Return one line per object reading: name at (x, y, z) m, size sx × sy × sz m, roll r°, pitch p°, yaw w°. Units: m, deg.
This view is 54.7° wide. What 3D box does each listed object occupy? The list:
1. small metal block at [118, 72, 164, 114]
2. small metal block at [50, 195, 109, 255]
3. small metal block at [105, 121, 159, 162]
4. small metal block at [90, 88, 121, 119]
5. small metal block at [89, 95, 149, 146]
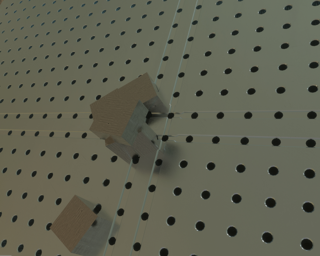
small metal block at (-0.028, -0.045, 0.449) m, size 0.050 × 0.025 × 0.050 m, roll -29°, pitch 52°, yaw 9°
small metal block at (-0.100, 0.120, 0.385) m, size 0.050 × 0.025 × 0.050 m, roll 29°, pitch 77°, yaw 37°
small metal block at (-0.036, 0.015, 0.400) m, size 0.050 × 0.050 × 0.025 m, roll -22°, pitch 54°, yaw 15°
small metal block at (-0.072, -0.023, 0.458) m, size 0.050 × 0.025 × 0.050 m, roll -30°, pitch 52°, yaw 9°
small metal block at (-0.049, -0.010, 0.375) m, size 0.050 × 0.025 × 0.050 m, roll 11°, pitch 67°, yaw 32°
